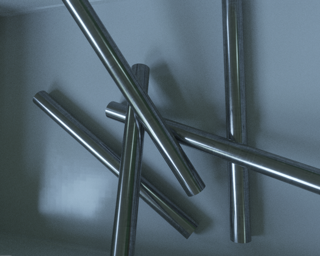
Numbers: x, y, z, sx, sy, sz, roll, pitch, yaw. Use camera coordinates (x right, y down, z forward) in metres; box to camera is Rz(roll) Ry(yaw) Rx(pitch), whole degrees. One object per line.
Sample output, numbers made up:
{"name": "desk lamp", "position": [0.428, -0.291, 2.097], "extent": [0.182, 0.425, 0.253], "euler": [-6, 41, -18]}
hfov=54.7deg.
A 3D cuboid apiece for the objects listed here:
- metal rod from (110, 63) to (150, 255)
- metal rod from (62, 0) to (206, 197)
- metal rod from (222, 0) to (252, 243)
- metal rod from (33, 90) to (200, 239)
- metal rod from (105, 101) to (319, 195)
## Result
{"name": "metal rod", "position": [-0.034, 0.057, 0.353], "extent": [0.025, 0.025, 0.299], "euler": [-6, 64, 20]}
{"name": "metal rod", "position": [-0.036, -0.050, 0.359], "extent": [0.025, 0.025, 0.299], "euler": [-31, 97, 17]}
{"name": "metal rod", "position": [0.093, -0.014, 0.377], "extent": [0.025, 0.025, 0.298], "euler": [-2, 89, 20]}
{"name": "metal rod", "position": [-0.071, 0.042, 0.435], "extent": [0.300, 0.025, 0.025], "euler": [38, 102, 16]}
{"name": "metal rod", "position": [0.058, 0.018, 0.366], "extent": [0.300, 0.025, 0.025], "euler": [19, 97, 27]}
